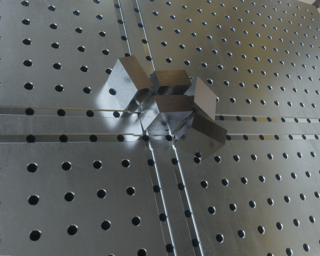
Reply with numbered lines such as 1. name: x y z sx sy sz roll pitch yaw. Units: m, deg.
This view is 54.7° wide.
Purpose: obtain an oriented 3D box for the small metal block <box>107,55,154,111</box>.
1. small metal block: -0.041 -0.058 0.407 0.025 0.050 0.050 -21 73 -36

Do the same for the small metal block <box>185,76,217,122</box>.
1. small metal block: 0.057 -0.039 0.454 0.050 0.025 0.050 39 47 -33

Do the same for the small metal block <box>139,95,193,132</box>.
1. small metal block: 0.007 -0.020 0.409 0.050 0.050 0.025 -4 64 -31

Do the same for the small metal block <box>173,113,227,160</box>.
1. small metal block: 0.053 0.013 0.415 0.050 0.050 0.025 28 52 -11

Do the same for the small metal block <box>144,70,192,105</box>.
1. small metal block: 0.008 -0.055 0.432 0.050 0.050 0.025 -8 66 -32
